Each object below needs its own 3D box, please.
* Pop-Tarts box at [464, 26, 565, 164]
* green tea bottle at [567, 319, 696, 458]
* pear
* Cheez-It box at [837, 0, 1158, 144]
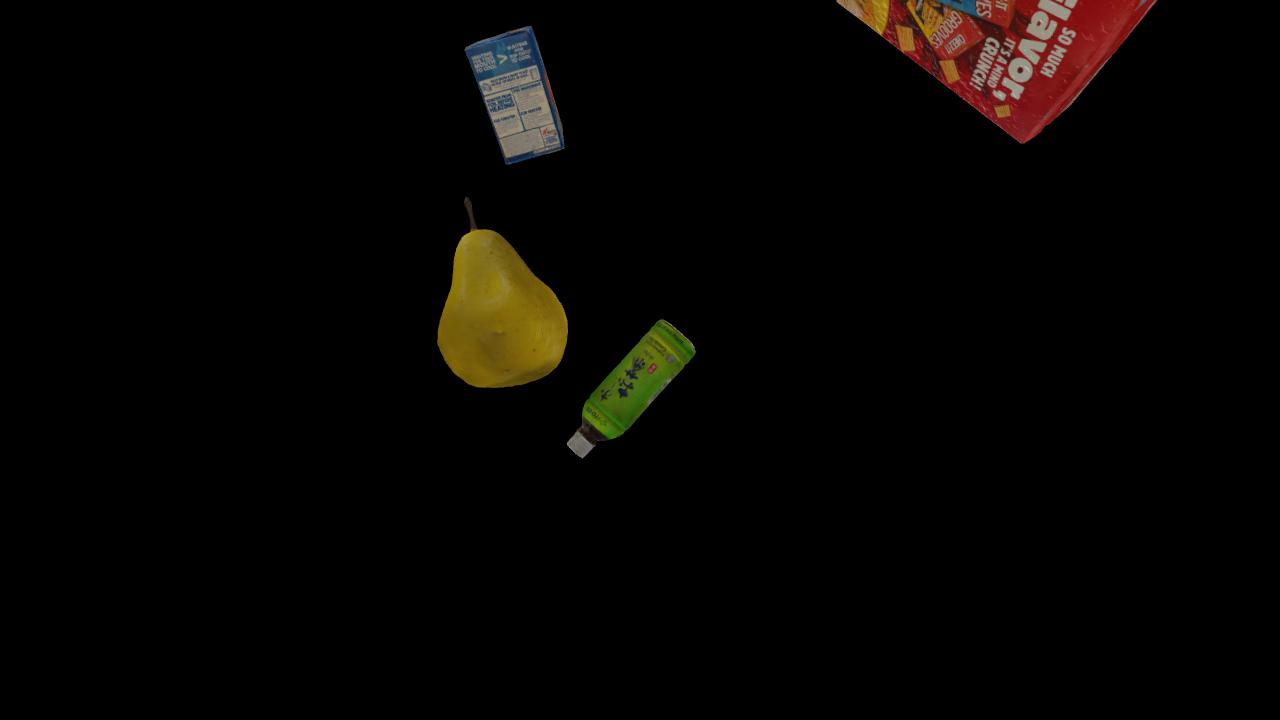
[{"bbox_3d":[-0.160,-0.355,0.816,0.083,0.141,0.167,-17,31,1],"label":"Pop-Tarts box"},{"bbox_3d":[-0.016,0.044,0.825,0.073,0.212,0.073,40,-4,4],"label":"green tea bottle"},{"bbox_3d":[-0.089,-0.040,0.375,0.080,0.111,0.080,-13,-8,-2],"label":"pear"},{"bbox_3d":[0.264,-0.298,0.470,0.071,0.223,0.166,-41,-17,-4],"label":"Cheez-It box"}]
